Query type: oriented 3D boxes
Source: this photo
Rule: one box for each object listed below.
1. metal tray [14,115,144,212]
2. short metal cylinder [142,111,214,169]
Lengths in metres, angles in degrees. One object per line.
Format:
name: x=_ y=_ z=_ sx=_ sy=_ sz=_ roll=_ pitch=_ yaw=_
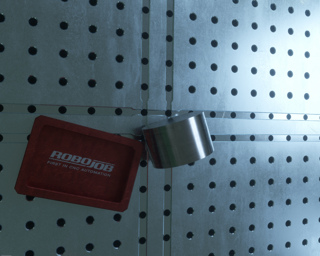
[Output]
metal tray: x=-0.094 y=0.044 z=0.375 sx=0.131 sy=0.030 sz=0.090 roll=16 pitch=85 yaw=-20
short metal cylinder: x=0.023 y=0.014 z=0.392 sx=0.081 sy=0.080 sz=0.050 roll=-18 pitch=97 yaw=-19
